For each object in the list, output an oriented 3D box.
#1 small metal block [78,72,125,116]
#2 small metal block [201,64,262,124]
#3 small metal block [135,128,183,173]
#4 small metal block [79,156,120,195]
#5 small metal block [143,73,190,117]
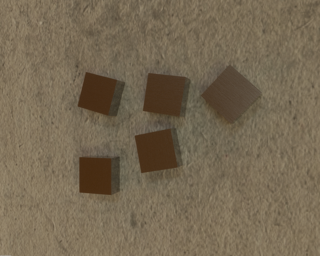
[{"bbox_3d":[-0.083,-0.047,0.437,0.050,0.025,0.050,17,95,18],"label":"small metal block"},{"bbox_3d":[0.088,-0.040,0.378,0.050,0.025,0.050,46,104,14],"label":"small metal block"},{"bbox_3d":[-0.001,0.030,0.409,0.050,0.025,0.050,-12,86,19],"label":"small metal block"},{"bbox_3d":[-0.085,0.066,0.438,0.050,0.025,0.050,0,90,19],"label":"small metal block"},{"bbox_3d":[0.009,-0.043,0.405,0.050,0.025,0.050,10,93,19],"label":"small metal block"}]
